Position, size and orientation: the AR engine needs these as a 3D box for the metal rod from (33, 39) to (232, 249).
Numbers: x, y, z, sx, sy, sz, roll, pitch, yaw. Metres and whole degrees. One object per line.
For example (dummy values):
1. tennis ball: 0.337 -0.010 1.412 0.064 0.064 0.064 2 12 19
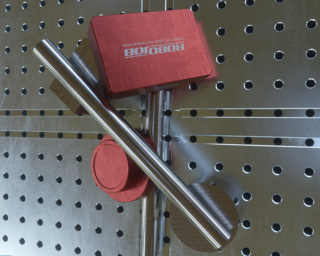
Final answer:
1. metal rod: -0.035 0.013 0.349 0.300 0.025 0.025 46 104 5

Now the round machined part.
1. round machined part: -0.052 0.049 0.404 0.098 0.042 0.097 0 90 37

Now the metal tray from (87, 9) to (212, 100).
1. metal tray: -0.011 -0.090 0.371 0.131 0.030 0.090 -14 83 -23

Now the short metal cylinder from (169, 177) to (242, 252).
1. short metal cylinder: 0.058 0.103 0.379 0.080 0.050 0.079 0 90 19

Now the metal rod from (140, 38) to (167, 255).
1. metal rod: -0.008 0.020 0.414 0.025 0.025 0.298 3 91 19

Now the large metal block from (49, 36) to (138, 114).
1. large metal block: -0.084 -0.064 0.413 0.050 0.080 0.080 43 103 14
